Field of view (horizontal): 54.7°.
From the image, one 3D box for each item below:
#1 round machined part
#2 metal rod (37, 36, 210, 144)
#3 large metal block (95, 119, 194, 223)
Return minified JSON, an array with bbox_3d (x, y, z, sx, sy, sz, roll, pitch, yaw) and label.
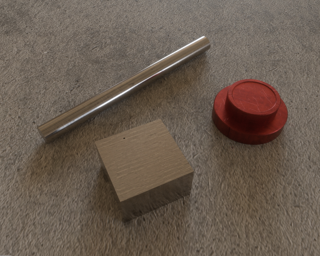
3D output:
[{"bbox_3d":[0.122,-0.028,0.417,0.099,0.042,0.098,0,50,0],"label":"round machined part"},{"bbox_3d":[-0.037,-0.067,0.459,0.302,0.025,0.025,-34,58,-26],"label":"metal rod"},{"bbox_3d":[-0.019,0.046,0.349,0.081,0.050,0.080,-20,53,-16],"label":"large metal block"}]
